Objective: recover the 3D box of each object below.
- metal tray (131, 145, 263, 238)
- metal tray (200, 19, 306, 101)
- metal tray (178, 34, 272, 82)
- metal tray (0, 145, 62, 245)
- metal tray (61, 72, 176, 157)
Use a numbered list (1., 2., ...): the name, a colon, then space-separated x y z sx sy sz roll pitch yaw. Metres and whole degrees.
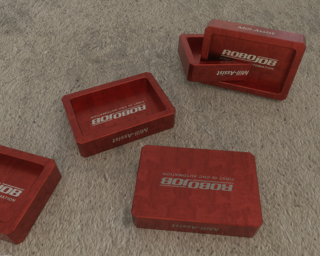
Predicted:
1. metal tray: 0.040 0.067 0.344 0.131 0.030 0.090 4 50 3
2. metal tray: 0.125 -0.096 0.439 0.131 0.089 0.030 14 42 12
3. metal tray: 0.100 -0.111 0.481 0.131 0.030 0.090 -3 45 -8
4. metal tray: -0.191 0.064 0.344 0.131 0.030 0.090 13 51 11
5. metal tray: -0.056 -0.022 0.417 0.131 0.030 0.090 -19 53 -16
